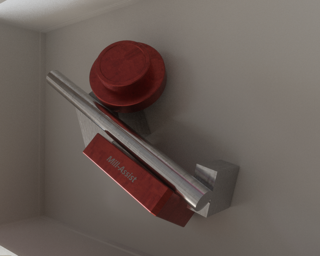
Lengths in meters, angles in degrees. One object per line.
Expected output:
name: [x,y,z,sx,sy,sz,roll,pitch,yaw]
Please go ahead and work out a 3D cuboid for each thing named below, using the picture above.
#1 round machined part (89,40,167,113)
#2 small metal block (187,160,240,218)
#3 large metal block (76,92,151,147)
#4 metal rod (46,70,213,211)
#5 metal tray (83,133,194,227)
round machined part: [-0.043,-0.072,0.393,0.099,0.042,0.098,-3,65,7]
small metal block: [0.059,0.064,0.339,0.025,0.050,0.050,19,102,38]
large metal block: [-0.070,-0.013,0.443,0.080,0.050,0.080,-28,73,36]
metal rod: [-0.058,-0.002,0.384,0.300,0.025,0.025,36,112,33]
metal tray: [-0.024,0.062,0.376,0.130,0.090,0.030,33,83,34]
